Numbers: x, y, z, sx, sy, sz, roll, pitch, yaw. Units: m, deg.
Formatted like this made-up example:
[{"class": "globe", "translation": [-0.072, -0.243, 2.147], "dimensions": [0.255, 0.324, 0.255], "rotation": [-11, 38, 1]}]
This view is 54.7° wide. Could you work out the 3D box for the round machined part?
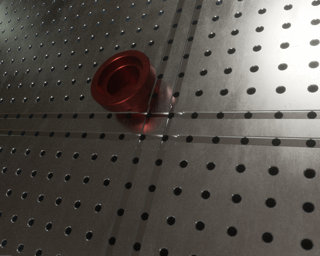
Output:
[{"class": "round machined part", "translation": [-0.050, -0.065, 0.462], "dimensions": [0.098, 0.042, 0.098], "rotation": [-13, 56, 20]}]
